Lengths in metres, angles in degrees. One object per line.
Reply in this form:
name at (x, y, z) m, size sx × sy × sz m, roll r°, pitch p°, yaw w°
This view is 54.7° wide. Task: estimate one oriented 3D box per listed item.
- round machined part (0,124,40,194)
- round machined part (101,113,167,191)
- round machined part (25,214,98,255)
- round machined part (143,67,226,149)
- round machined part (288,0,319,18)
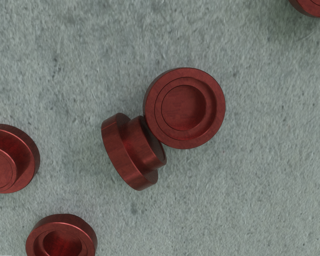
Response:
round machined part at (-0.217, 0.047, 0.415) m, size 0.099 × 0.042 × 0.097 m, roll 0°, pitch 110°, yaw -1°
round machined part at (-0.026, 0.023, 0.379) m, size 0.042 × 0.098 × 0.098 m, roll -28°, pitch 108°, yaw 11°
round machined part at (-0.142, 0.168, 0.461) m, size 0.099 × 0.042 × 0.097 m, roll 0°, pitch 110°, yaw -1°
round machined part at (0.027, -0.026, 0.384) m, size 0.099 × 0.042 × 0.097 m, roll -2°, pitch 102°, yaw -11°
round machined part at (0.184, -0.172, 0.340) m, size 0.099 × 0.042 × 0.097 m, roll 0°, pitch 110°, yaw -1°
